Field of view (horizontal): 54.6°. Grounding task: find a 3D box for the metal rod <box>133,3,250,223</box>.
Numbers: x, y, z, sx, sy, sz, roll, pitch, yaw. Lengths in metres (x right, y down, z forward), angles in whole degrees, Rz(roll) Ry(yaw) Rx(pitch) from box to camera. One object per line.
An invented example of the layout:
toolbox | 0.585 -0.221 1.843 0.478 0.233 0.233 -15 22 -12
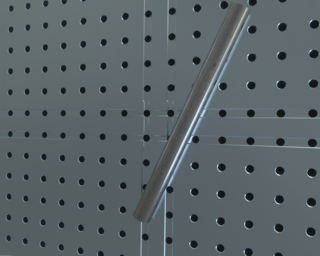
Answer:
metal rod | 0.037 -0.012 0.399 0.025 0.025 0.299 27 99 18
